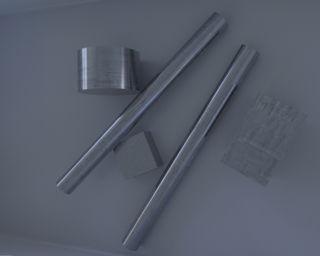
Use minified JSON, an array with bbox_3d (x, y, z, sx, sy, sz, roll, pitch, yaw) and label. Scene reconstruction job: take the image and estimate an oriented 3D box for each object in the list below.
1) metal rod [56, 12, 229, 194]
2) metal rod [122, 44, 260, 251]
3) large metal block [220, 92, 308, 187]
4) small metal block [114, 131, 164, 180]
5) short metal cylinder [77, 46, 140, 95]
[{"bbox_3d":[-0.027,-0.027,0.401,0.300,0.025,0.025,-46,76,7],"label":"metal rod"},{"bbox_3d":[0.034,0.032,0.397,0.025,0.025,0.299,34,100,16],"label":"metal rod"},{"bbox_3d":[0.114,0.011,0.341,0.050,0.080,0.080,30,100,17],"label":"large metal block"},{"bbox_3d":[-0.030,0.037,0.420,0.050,0.025,0.050,-24,82,18],"label":"small metal block"},{"bbox_3d":[-0.066,-0.071,0.403,0.080,0.080,0.050,-1,90,19],"label":"short metal cylinder"}]
